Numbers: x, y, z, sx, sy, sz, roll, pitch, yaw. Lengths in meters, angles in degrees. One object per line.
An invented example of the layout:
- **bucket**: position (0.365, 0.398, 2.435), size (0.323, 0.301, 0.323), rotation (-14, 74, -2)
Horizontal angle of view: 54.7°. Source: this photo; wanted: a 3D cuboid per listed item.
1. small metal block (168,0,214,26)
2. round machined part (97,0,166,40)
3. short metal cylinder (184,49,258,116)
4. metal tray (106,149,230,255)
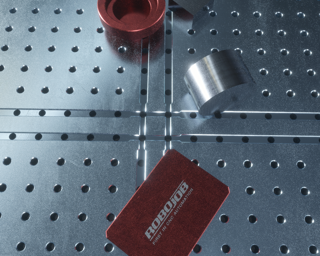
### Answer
- **small metal block**: position (0.049, -0.196, 0.484), size (0.050, 0.025, 0.050), rotation (41, 75, 13)
- **round machined part**: position (-0.041, -0.173, 0.465), size (0.099, 0.042, 0.098), rotation (0, 70, -1)
- **short metal cylinder**: position (0.078, -0.057, 0.404), size (0.081, 0.080, 0.050), rotation (-19, 72, -7)
- **metal tray**: position (0.011, 0.102, 0.372), size (0.090, 0.030, 0.130), rotation (35, 73, 11)
